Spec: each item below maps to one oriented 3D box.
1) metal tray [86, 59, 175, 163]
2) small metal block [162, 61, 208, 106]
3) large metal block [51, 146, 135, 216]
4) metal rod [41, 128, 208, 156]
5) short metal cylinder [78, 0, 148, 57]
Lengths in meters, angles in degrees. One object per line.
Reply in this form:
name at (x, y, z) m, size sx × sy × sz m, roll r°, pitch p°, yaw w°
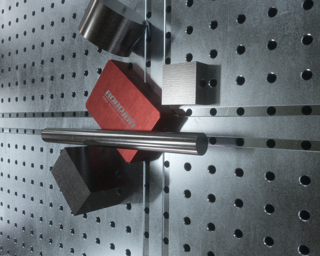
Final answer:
metal tray at (-0.048, -0.025, 0.444) m, size 0.130 × 0.030 × 0.089 m, roll 48°, pitch 118°, yaw 28°
small metal block at (0.030, -0.053, 0.383) m, size 0.050 × 0.025 × 0.050 m, roll 2°, pitch 92°, yaw 39°
large metal block at (-0.098, 0.072, 0.452) m, size 0.080 × 0.081 × 0.050 m, roll 51°, pitch 120°, yaw 27°
metal rod at (-0.071, 0.015, 0.426) m, size 0.300 × 0.025 × 0.025 m, roll 1°, pitch 91°, yaw 39°
short metal cylinder at (-0.064, -0.141, 0.424) m, size 0.080 × 0.081 × 0.050 m, roll 48°, pitch 118°, yaw 29°
